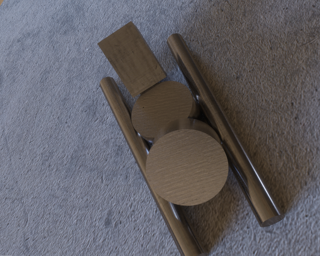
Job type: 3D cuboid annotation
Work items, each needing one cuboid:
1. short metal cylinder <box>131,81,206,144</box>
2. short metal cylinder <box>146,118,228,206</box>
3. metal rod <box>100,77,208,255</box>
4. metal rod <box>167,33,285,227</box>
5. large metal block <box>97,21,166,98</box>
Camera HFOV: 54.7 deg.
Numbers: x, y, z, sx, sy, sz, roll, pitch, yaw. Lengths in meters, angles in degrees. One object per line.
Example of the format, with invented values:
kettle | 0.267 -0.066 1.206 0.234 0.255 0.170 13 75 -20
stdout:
short metal cylinder | 0.011 -0.012 0.391 0.080 0.050 0.080 -13 56 21
short metal cylinder | 0.028 0.034 0.327 0.080 0.080 0.050 -28 10 10
metal rod | -0.024 0.029 0.399 0.025 0.025 0.300 -35 51 5
metal rod | 0.065 -0.023 0.385 0.025 0.025 0.299 -28 52 10
large metal block | -0.034 -0.093 0.425 0.050 0.080 0.080 -32 10 8
